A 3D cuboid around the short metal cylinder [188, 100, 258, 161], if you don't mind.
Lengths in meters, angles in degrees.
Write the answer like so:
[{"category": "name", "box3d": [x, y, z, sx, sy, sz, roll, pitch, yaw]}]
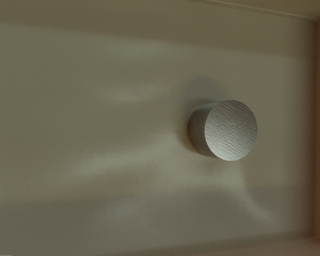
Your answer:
[{"category": "short metal cylinder", "box3d": [0.086, 0.003, 0.428, 0.081, 0.050, 0.080, 0, 90, -20]}]
